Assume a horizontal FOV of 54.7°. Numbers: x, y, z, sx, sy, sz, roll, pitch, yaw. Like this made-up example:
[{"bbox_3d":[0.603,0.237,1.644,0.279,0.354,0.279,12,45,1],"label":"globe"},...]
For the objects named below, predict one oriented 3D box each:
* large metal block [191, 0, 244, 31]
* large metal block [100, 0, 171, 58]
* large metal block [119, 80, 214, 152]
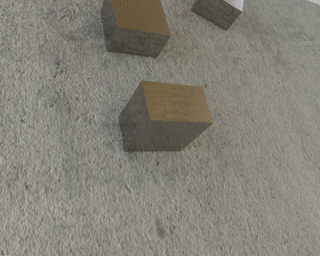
[{"bbox_3d":[0.113,-0.248,0.600,0.080,0.050,0.080,25,53,-13],"label":"large metal block"},{"bbox_3d":[-0.038,-0.156,0.462,0.081,0.050,0.080,1,61,-28],"label":"large metal block"},{"bbox_3d":[0.004,-0.010,0.377,0.081,0.080,0.050,2,61,-27],"label":"large metal block"}]
